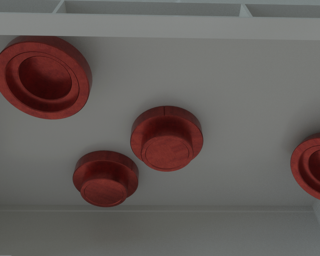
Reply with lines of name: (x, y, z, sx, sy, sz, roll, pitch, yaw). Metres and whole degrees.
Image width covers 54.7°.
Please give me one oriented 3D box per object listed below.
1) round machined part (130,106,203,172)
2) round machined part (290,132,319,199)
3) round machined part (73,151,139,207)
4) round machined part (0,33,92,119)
round machined part: (0.009, 0.021, 0.416, 0.099, 0.042, 0.097, -1, 130, 0)
round machined part: (0.235, 0.050, 0.422, 0.098, 0.042, 0.097, 23, 127, 36)
round machined part: (-0.082, 0.083, 0.467, 0.099, 0.042, 0.097, -1, 130, 0)
round machined part: (-0.125, -0.060, 0.345, 0.099, 0.042, 0.097, -1, 130, 0)
